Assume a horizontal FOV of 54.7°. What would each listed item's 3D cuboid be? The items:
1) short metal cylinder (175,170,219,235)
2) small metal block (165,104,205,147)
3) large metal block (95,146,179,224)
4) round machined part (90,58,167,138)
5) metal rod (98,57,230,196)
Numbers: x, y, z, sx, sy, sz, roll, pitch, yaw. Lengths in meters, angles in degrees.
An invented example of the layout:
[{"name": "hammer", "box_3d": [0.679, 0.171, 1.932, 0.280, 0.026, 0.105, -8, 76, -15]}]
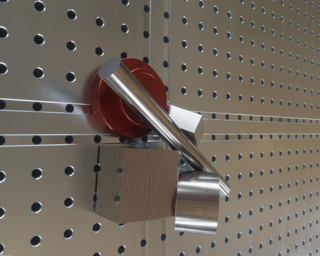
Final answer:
[{"name": "short metal cylinder", "box_3d": [0.048, 0.097, 0.407, 0.080, 0.050, 0.079, 1, 92, -85]}, {"name": "small metal block", "box_3d": [0.029, -0.003, 0.407, 0.025, 0.050, 0.050, -64, 160, -16]}, {"name": "large metal block", "box_3d": [-0.026, 0.064, 0.370, 0.081, 0.050, 0.080, 6, 86, -40]}, {"name": "round machined part", "box_3d": [-0.030, -0.036, 0.374, 0.099, 0.042, 0.097, 0, 90, -40]}, {"name": "metal rod", "box_3d": [0.027, 0.021, 0.392, 0.300, 0.025, 0.025, 46, 62, -45]}]
